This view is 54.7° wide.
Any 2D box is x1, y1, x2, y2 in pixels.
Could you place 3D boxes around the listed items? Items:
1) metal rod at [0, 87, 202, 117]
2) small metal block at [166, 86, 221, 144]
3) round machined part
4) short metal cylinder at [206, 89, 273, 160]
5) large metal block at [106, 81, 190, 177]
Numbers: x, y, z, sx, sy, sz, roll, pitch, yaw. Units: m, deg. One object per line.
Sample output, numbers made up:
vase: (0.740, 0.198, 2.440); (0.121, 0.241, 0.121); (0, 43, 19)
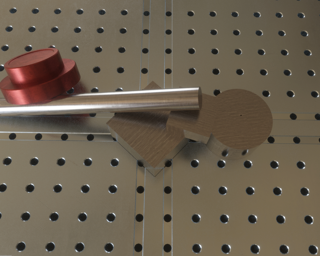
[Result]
metal rod: (-0.101, -0.029, 0.375); (0.301, 0.025, 0.025); (-1, 69, 17)
small metal block: (0.039, -0.015, 0.362); (0.050, 0.025, 0.050); (18, 71, 6)
round machined part: (-0.157, -0.072, 0.398); (0.099, 0.042, 0.098); (-9, 31, 6)
short metal cylinder: (0.097, -0.004, 0.401); (0.081, 0.050, 0.080); (0, 70, 0)
large metal block: (-0.008, 0.001, 0.395); (0.080, 0.050, 0.080); (42, 75, 13)
